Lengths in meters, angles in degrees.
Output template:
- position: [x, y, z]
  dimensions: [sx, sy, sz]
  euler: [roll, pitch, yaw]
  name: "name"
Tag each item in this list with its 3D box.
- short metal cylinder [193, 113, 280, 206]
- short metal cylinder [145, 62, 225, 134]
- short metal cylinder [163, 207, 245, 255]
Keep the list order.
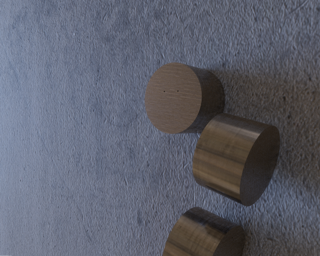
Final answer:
- position: [0.077, 0.030, 0.306]
  dimensions: [0.050, 0.081, 0.079]
  euler: [19, 102, 38]
  name: "short metal cylinder"
- position: [0.029, -0.033, 0.365]
  dimensions: [0.080, 0.050, 0.080]
  euler: [0, 90, 40]
  name: "short metal cylinder"
- position: [0.048, 0.132, 0.329]
  dimensions: [0.050, 0.081, 0.079]
  euler: [17, 101, 39]
  name: "short metal cylinder"
